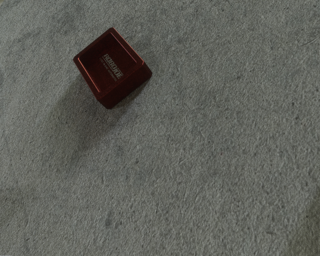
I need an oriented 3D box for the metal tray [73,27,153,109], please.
[{"bbox_3d":[-0.081,-0.101,0.504,0.090,0.030,0.130,-38,51,2],"label":"metal tray"}]
